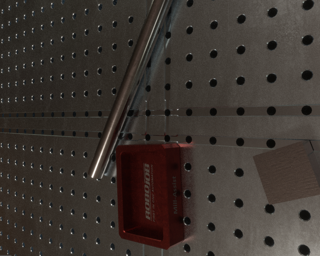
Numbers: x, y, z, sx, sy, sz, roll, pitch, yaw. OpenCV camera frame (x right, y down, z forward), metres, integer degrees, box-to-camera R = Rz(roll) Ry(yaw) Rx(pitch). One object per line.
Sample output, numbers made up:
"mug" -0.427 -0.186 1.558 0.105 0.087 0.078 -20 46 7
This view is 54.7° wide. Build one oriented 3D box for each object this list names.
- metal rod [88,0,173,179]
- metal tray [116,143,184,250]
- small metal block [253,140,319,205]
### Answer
"metal rod" -0.045 -0.056 0.444 0.025 0.025 0.298 36 112 33
"metal tray" -0.016 0.087 0.417 0.090 0.030 0.129 -4 88 39
"small metal block" 0.127 0.044 0.304 0.050 0.025 0.050 -25 74 37
